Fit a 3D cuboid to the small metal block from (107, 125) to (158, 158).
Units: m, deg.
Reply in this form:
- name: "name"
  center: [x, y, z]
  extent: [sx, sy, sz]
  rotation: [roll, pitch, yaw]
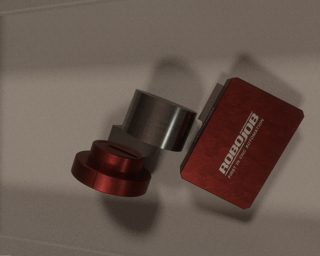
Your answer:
- name: "small metal block"
  center: [-0.033, 0.016, 0.408]
  extent: [0.050, 0.050, 0.025]
  rotation: [22, 97, 18]

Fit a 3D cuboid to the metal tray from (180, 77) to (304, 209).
- name: "metal tray"
  center: [0.091, 0.017, 0.361]
  extent: [0.090, 0.030, 0.129]
  rotation: [27, 99, -1]

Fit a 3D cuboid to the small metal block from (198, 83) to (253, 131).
- name: "small metal block"
  center: [0.083, -0.021, 0.381]
  extent: [0.050, 0.025, 0.050]
  rotation: [30, 100, 17]

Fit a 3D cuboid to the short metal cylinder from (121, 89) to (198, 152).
- name: "short metal cylinder"
  center: [-0.001, -0.010, 0.381]
  extent: [0.080, 0.080, 0.050]
  rotation: [24, 98, 18]

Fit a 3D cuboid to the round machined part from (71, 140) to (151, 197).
- name: "round machined part"
  center: [-0.057, 0.046, 0.391]
  extent: [0.098, 0.098, 0.042]
  rotation: [21, 97, 18]
